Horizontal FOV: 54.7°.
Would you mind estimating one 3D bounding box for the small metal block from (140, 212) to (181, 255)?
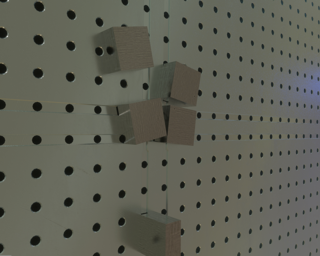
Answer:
[{"bbox_3d":[0.000,0.139,0.395,0.025,0.050,0.050,1,90,-40],"label":"small metal block"}]

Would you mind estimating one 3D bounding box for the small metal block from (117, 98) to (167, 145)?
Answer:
[{"bbox_3d":[-0.022,-0.009,0.393,0.050,0.025,0.050,-16,100,-39],"label":"small metal block"}]

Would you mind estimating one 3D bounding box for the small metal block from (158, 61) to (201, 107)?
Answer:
[{"bbox_3d":[0.028,-0.060,0.435,0.050,0.025,0.050,15,80,-39],"label":"small metal block"}]

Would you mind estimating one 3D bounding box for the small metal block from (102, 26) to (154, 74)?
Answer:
[{"bbox_3d":[-0.038,-0.096,0.378,0.050,0.025,0.050,-16,101,-39],"label":"small metal block"}]

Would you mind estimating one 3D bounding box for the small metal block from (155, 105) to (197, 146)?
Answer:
[{"bbox_3d":[0.022,-0.003,0.430,0.050,0.025,0.050,9,84,-40],"label":"small metal block"}]
